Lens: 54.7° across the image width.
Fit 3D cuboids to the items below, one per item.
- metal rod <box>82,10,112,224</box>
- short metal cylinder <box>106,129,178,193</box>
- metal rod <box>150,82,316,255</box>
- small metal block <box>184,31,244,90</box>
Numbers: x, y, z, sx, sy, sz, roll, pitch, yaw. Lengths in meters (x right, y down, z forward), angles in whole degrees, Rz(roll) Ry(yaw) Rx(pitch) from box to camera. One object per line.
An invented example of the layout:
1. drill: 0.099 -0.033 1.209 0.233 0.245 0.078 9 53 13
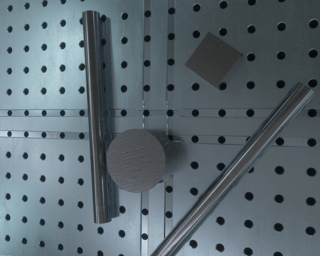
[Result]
1. metal rod: -0.090 -0.016 0.444 0.025 0.025 0.298 -4 89 20
2. short metal cylinder: -0.022 0.041 0.407 0.080 0.050 0.080 0 90 20
3. metal rod: 0.078 0.071 0.384 0.025 0.025 0.299 41 103 15
4. small metal block: 0.068 -0.083 0.388 0.050 0.025 0.050 40 102 15
